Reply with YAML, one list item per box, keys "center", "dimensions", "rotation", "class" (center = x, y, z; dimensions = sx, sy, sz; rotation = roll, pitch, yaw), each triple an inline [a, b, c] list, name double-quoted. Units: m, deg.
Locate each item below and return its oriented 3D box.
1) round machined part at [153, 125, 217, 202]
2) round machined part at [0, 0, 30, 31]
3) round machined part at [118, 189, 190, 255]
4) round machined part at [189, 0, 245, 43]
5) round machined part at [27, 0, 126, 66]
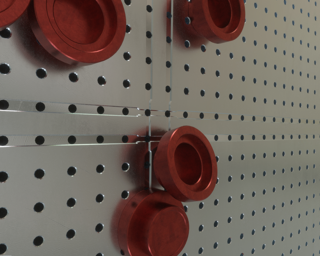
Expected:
- center: [0.030, 0.049, 0.411]
  dimensions: [0.099, 0.042, 0.098]
  rotation: [19, 62, -41]
  class: "round machined part"
- center: [-0.164, -0.127, 0.260]
  dimensions: [0.099, 0.042, 0.097]
  rotation: [0, 90, -40]
  class: "round machined part"
- center: [-0.001, 0.130, 0.397]
  dimensions: [0.099, 0.042, 0.097]
  rotation: [0, 90, -40]
  class: "round machined part"
- center: [0.081, -0.176, 0.464]
  dimensions: [0.099, 0.042, 0.097]
  rotation: [0, 90, -40]
  class: "round machined part"
- center: [-0.088, -0.114, 0.323]
  dimensions: [0.099, 0.042, 0.097]
  rotation: [0, 90, -40]
  class: "round machined part"
